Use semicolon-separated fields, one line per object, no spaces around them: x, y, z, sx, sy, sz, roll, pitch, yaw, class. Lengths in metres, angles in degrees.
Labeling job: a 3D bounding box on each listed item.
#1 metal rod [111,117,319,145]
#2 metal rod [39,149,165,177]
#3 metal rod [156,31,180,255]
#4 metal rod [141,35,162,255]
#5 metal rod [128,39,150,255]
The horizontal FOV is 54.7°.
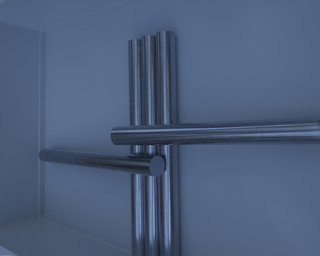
0.070;0.005;0.324;0.300;0.025;0.025;-2;89;33;metal rod
-0.109;0.048;0.471;0.300;0.025;0.025;-1;89;45;metal rod
0.010;0.028;0.395;0.025;0.025;0.298;-2;89;39;metal rod
-0.010;0.029;0.411;0.025;0.025;0.298;-2;89;39;metal rod
-0.029;0.029;0.427;0.025;0.025;0.298;-2;89;39;metal rod
